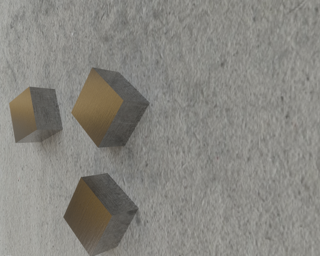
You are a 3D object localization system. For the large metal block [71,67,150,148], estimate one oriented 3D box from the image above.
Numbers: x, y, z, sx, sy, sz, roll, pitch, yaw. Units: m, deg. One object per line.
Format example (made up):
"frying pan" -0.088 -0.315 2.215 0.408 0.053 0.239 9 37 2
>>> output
"large metal block" -0.074 -0.029 0.447 0.080 0.050 0.080 46 117 30

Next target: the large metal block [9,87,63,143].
"large metal block" -0.232 -0.022 0.576 0.080 0.050 0.080 -24 75 37

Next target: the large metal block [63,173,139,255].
"large metal block" -0.090 0.126 0.460 0.080 0.050 0.079 41 115 32
